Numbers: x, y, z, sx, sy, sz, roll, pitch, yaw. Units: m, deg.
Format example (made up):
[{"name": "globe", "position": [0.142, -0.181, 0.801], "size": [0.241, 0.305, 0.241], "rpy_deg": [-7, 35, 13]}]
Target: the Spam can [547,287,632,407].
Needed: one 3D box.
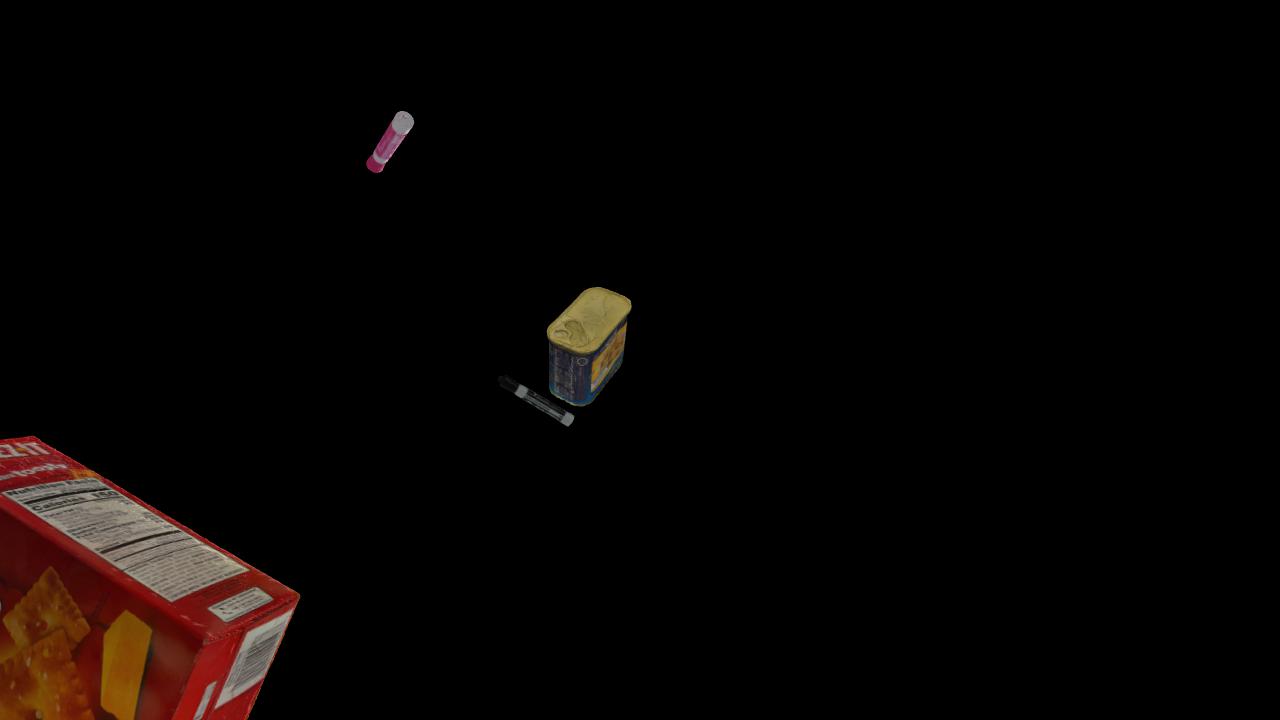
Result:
[{"name": "Spam can", "position": [-0.054, -0.014, 0.655], "size": [0.058, 0.085, 0.101], "rpy_deg": [24, 47, 16]}]

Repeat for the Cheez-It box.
[{"name": "Cheez-It box", "position": [-0.330, 0.163, 0.349], "size": [0.223, 0.166, 0.071], "rpy_deg": [25, 3, 11]}]

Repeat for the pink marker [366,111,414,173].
[{"name": "pink marker", "position": [-0.274, -0.234, 0.669], "size": [0.020, 0.020, 0.121], "rpy_deg": [0, -9, -37]}]

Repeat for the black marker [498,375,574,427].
[{"name": "black marker", "position": [-0.147, 0.057, 0.867], "size": [0.121, 0.020, 0.020], "rpy_deg": [34, -13, -20]}]
